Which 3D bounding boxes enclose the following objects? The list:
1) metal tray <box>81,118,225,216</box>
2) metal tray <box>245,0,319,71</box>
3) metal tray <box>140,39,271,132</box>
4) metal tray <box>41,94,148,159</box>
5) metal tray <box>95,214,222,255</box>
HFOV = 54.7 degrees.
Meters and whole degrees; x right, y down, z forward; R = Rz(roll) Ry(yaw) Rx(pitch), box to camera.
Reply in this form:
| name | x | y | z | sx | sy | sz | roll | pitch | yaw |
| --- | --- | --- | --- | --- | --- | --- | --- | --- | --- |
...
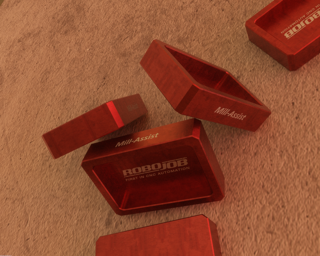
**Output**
| name | x | y | z | sx | sy | sz | roll | pitch | yaw |
| --- | --- | --- | --- | --- | --- | --- | --- | --- | --- |
| metal tray | -0.006 | 0.047 | 0.333 | 0.130 | 0.090 | 0.030 | -14 | 32 | 20 |
| metal tray | 0.187 | -0.141 | 0.388 | 0.130 | 0.030 | 0.090 | -37 | 51 | 3 |
| metal tray | 0.052 | -0.043 | 0.336 | 0.030 | 0.131 | 0.090 | -55 | 46 | 25 |
| metal tray | -0.073 | -0.007 | 0.387 | 0.090 | 0.130 | 0.030 | -25 | 95 | 13 |
| metal tray | -0.003 | 0.147 | 0.312 | 0.130 | 0.030 | 0.090 | -18 | 55 | 17 |
